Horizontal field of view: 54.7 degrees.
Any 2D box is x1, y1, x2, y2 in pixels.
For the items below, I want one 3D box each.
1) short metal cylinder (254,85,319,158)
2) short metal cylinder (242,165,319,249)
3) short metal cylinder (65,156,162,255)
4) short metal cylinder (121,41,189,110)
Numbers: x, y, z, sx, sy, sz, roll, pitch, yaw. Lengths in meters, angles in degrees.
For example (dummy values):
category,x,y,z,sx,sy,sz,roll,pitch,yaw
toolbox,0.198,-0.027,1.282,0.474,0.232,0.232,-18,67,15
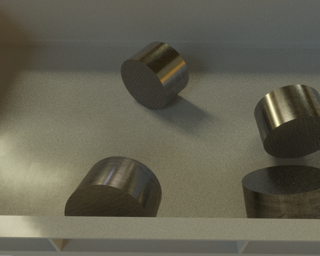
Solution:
category,x,y,z,sx,sy,sz,roll,pitch,yaw
short metal cylinder,0.161,-0.006,0.375,0.081,0.080,0.050,-1,50,-1
short metal cylinder,0.124,0.073,0.302,0.080,0.050,0.080,-10,8,2
short metal cylinder,-0.042,0.074,0.298,0.080,0.079,0.050,9,25,7
short metal cylinder,-0.007,-0.072,0.429,0.080,0.080,0.050,32,57,23
